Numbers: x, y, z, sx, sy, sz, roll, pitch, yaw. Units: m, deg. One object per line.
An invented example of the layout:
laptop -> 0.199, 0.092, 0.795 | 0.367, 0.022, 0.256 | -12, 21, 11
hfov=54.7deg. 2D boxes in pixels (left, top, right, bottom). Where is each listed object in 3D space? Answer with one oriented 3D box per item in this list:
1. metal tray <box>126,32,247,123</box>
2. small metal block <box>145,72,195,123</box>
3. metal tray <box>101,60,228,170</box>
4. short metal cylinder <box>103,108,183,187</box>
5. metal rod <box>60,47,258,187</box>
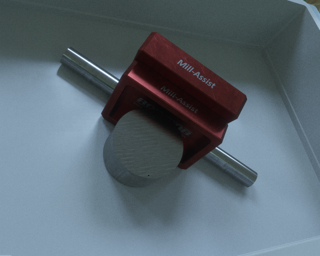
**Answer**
metal tray -> 0.026, -0.047, 0.374 | 0.130, 0.090, 0.030 | 34, 68, -7
small metal block -> 0.015, -0.043, 0.440 | 0.050, 0.025, 0.050 | 35, 51, -5
metal tray -> 0.003, -0.010, 0.371 | 0.130, 0.090, 0.030 | 34, 51, -7
short metal cylinder -> -0.020, 0.024, 0.356 | 0.081, 0.050, 0.080 | 9, 66, -19
metal rod -> 0.003, -0.011, 0.415 | 0.301, 0.025, 0.025 | 34, 51, -6
